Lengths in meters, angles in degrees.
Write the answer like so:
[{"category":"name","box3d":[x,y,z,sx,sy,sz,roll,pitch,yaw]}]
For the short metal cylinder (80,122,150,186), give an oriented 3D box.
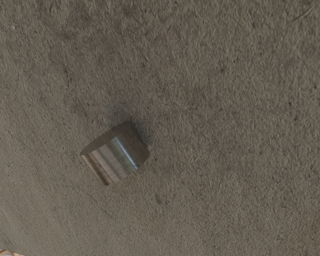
[{"category":"short metal cylinder","box3d":[-0.061,0.034,0.425,0.080,0.080,0.050,-22,107,36]}]
